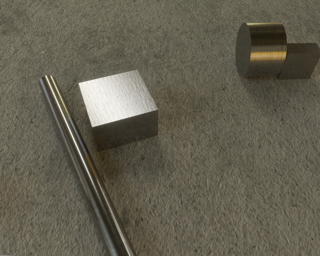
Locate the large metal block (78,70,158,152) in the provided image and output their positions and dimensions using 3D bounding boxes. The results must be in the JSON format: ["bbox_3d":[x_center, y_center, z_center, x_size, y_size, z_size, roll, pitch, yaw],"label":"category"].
[{"bbox_3d":[-0.054,-0.024,0.407,0.081,0.050,0.080,-16,52,-13],"label":"large metal block"}]

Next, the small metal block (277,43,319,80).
[{"bbox_3d":[0.210,-0.102,0.476,0.050,0.050,0.025,-2,50,-2],"label":"small metal block"}]

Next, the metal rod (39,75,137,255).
[{"bbox_3d":[-0.097,0.034,0.372,0.025,0.025,0.300,-22,54,-18],"label":"metal rod"}]

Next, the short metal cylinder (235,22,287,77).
[{"bbox_3d":[0.150,-0.118,0.469,0.050,0.080,0.080,-2,50,-2],"label":"short metal cylinder"}]
